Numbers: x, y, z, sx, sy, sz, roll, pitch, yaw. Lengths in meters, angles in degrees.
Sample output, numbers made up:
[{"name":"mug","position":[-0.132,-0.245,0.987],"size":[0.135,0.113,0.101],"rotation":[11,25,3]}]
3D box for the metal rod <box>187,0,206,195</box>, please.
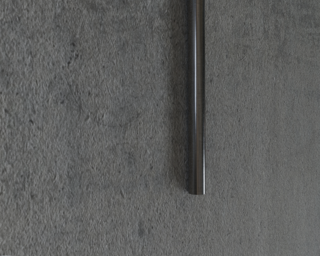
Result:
[{"name":"metal rod","position":[0.053,-0.055,0.447],"size":[0.025,0.025,0.298],"rotation":[-1,91,-40]}]
